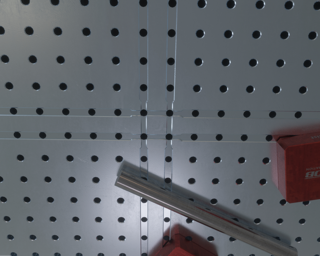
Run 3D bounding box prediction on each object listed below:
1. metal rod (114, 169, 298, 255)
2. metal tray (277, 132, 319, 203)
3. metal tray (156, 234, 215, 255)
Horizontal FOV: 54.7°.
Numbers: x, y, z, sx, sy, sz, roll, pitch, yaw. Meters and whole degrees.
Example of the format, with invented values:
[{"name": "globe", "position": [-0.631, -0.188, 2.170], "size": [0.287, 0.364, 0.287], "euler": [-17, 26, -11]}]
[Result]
[{"name": "metal rod", "position": [0.075, 0.135, 0.463], "size": [0.301, 0.025, 0.025], "euler": [26, 108, -10]}, {"name": "metal tray", "position": [0.235, 0.051, 0.431], "size": [0.131, 0.030, 0.089], "euler": [-9, 110, 3]}, {"name": "metal tray", "position": [0.025, 0.243, 0.500], "size": [0.090, 0.030, 0.129], "euler": [34, 106, -12]}]
